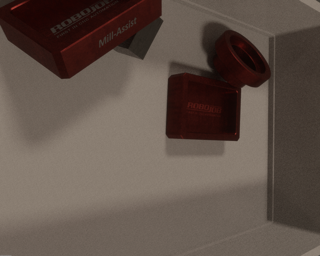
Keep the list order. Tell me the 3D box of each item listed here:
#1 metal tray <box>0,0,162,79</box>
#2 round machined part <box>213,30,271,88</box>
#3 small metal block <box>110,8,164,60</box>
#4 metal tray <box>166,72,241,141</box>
[{"bbox_3d":[-0.072,-0.111,0.298,0.131,0.090,0.030,-43,154,-26],"label":"metal tray"},{"bbox_3d":[0.122,-0.101,0.482,0.099,0.042,0.098,24,44,-26],"label":"round machined part"},{"bbox_3d":[-0.032,-0.111,0.355,0.025,0.050,0.050,28,89,-49],"label":"small metal block"},{"bbox_3d":[0.069,-0.027,0.463,0.131,0.030,0.089,4,88,-40],"label":"metal tray"}]
